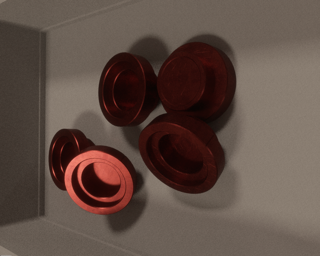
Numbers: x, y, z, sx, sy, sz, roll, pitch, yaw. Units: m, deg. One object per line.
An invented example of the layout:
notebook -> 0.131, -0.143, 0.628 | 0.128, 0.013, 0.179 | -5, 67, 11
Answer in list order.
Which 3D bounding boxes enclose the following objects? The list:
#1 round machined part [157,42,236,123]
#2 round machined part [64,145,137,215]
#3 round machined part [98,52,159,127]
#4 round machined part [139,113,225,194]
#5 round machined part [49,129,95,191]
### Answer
round machined part -> 0.035, -0.053, 0.365 | 0.098, 0.042, 0.097 | 0, 90, 39
round machined part -> -0.080, 0.070, 0.440 | 0.099, 0.042, 0.097 | 3, 108, 8
round machined part -> -0.038, -0.051, 0.422 | 0.098, 0.042, 0.097 | 0, 89, 44
round machined part -> 0.028, 0.024, 0.352 | 0.098, 0.042, 0.097 | 20, 133, 24
round machined part -> -0.138, 0.050, 0.503 | 0.098, 0.042, 0.097 | -2, 87, 44
